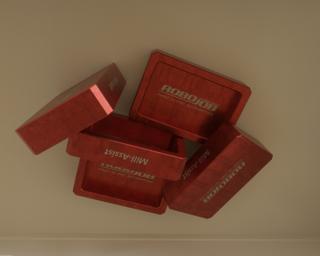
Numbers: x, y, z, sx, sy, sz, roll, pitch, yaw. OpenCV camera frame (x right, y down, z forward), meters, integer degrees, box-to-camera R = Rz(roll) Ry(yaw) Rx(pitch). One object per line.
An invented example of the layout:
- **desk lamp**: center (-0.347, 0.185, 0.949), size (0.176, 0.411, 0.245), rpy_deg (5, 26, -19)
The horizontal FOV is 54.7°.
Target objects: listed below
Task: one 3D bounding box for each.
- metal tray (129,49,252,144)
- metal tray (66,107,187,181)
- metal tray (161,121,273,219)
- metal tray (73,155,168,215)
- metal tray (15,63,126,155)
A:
- **metal tray**: center (0.036, -0.035, 0.395), size (0.131, 0.030, 0.089), rpy_deg (20, 109, -8)
- **metal tray**: center (-0.037, 0.016, 0.379), size (0.131, 0.090, 0.030), rpy_deg (15, 109, -6)
- **metal tray**: center (0.075, 0.061, 0.409), size (0.090, 0.030, 0.130), rpy_deg (27, 110, -40)
- **metal tray**: center (-0.045, 0.062, 0.428), size (0.131, 0.030, 0.089), rpy_deg (15, 109, -6)
- **metal tray**: center (-0.089, -0.028, 0.341), size (0.090, 0.130, 0.030), rpy_deg (-28, 108, 10)
